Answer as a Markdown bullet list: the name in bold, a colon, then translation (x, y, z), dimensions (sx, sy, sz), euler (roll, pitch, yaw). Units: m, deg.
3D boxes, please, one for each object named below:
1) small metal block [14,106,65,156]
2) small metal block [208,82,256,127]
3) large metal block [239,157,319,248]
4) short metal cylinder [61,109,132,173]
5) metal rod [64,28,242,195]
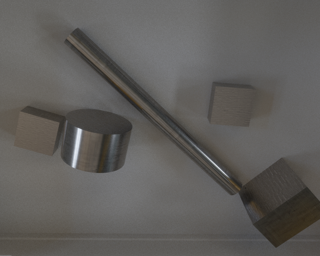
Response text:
- **small metal block**: translation (-0.159, 0.004, 0.411), dimensions (0.050, 0.025, 0.050), euler (17, 109, -7)
- **small metal block**: translation (0.092, -0.031, 0.401), dimensions (0.050, 0.025, 0.050), euler (4, 110, -2)
- **large metal block**: translation (0.162, 0.098, 0.421), dimensions (0.080, 0.080, 0.050), euler (-40, 106, 13)
- **short metal cylinder**: translation (-0.079, 0.014, 0.386), dimensions (0.081, 0.080, 0.050), euler (12, 110, -5)
- **metal rod**: translation (0.001, -0.012, 0.406), dimensions (0.300, 0.025, 0.025), euler (43, 104, -15)
